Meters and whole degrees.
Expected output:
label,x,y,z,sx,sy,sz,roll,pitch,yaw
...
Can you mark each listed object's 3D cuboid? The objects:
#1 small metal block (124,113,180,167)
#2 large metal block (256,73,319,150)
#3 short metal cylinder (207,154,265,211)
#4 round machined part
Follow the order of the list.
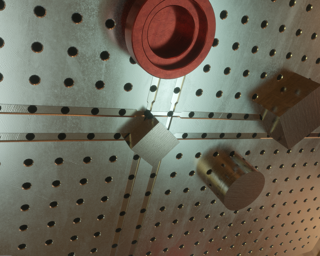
label,x,y,z,sx,sy,sz,roll,pitch,yaw
small metal block,-0.010,0.017,0.416,0.050,0.025,0.050,-44,129,2
large metal block,0.211,-0.026,0.494,0.080,0.050,0.080,-37,129,-4
short metal cylinder,0.127,0.091,0.521,0.081,0.050,0.079,-14,124,-21
round machined part,0.008,-0.107,0.339,0.099,0.042,0.097,-14,124,-21
